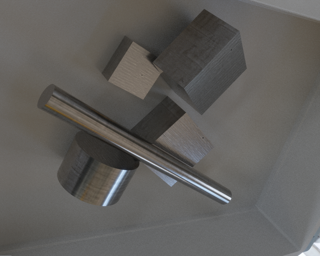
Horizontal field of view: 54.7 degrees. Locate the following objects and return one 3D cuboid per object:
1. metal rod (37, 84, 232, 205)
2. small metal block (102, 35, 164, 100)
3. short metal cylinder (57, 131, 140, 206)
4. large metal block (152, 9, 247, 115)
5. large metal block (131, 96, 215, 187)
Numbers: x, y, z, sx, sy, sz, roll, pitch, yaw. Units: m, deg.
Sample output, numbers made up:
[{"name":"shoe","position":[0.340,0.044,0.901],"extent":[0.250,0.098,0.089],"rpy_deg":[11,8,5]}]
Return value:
[{"name":"metal rod","position":[-0.002,0.037,0.366],"extent":[0.301,0.025,0.025],"rpy_deg":[33,99,-39]},{"name":"small metal block","position":[-0.029,-0.068,0.352],"extent":[0.050,0.025,0.050],"rpy_deg":[26,104,-37]},{"name":"short metal cylinder","position":[-0.071,0.045,0.363],"extent":[0.081,0.080,0.050],"rpy_deg":[18,109,-36]},{"name":"large metal block","position":[0.049,-0.072,0.357],"extent":[0.080,0.050,0.080],"rpy_deg":[-46,153,1]},{"name":"large metal block","position":[0.013,0.019,0.413],"extent":[0.080,0.050,0.080],"rpy_deg":[-43,130,1]}]
